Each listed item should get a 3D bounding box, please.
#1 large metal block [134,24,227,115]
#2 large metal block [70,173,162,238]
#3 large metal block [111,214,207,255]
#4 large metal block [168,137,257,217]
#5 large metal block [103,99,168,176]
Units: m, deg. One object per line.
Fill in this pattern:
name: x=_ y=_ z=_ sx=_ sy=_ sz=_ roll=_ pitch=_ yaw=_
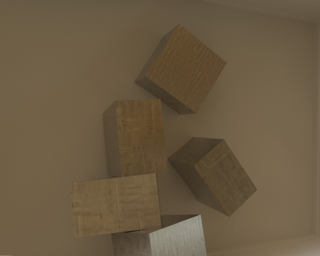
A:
large metal block: x=0.026 y=-0.073 z=0.408 sx=0.080 sy=0.050 sz=0.080 roll=34 pitch=79 yaw=-17
large metal block: x=-0.041 y=0.077 z=0.328 sx=0.081 sy=0.080 sz=0.050 roll=-6 pitch=83 yaw=-1
large metal block: x=0.003 y=0.135 z=0.307 sx=0.081 sy=0.050 sz=0.080 roll=1 pitch=78 yaw=-50
large metal block: x=0.066 y=0.060 z=0.407 sx=0.050 sy=0.080 sz=0.080 roll=-39 pitch=103 yaw=-16
large metal block: x=-0.033 y=0.014 z=0.365 sx=0.050 sy=0.080 sz=0.080 roll=-4 pitch=84 yaw=-20
